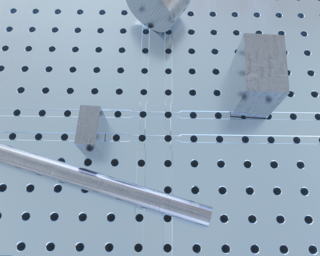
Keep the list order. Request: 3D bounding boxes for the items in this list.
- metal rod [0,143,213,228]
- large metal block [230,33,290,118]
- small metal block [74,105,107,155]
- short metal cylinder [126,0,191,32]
[{"bbox_3d":[-0.085,0.066,0.386,0.301,0.025,0.025,16,71,5],"label":"metal rod"},{"bbox_3d":[0.127,-0.066,0.408,0.050,0.080,0.080,3,70,1],"label":"large metal block"},{"bbox_3d":[-0.087,0.004,0.396,0.025,0.050,0.050,3,70,1],"label":"small metal block"},{"bbox_3d":[-0.003,-0.188,0.451,0.080,0.080,0.050,32,73,10],"label":"short metal cylinder"}]
